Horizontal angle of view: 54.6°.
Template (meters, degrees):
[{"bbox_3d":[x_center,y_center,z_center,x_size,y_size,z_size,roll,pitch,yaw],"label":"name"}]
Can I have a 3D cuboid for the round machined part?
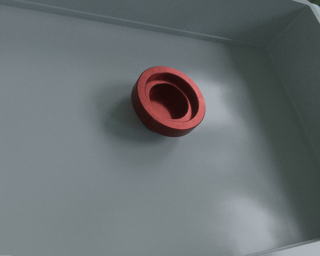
[{"bbox_3d":[0.008,-0.031,0.413,0.099,0.042,0.098,13,56,-21],"label":"round machined part"}]
